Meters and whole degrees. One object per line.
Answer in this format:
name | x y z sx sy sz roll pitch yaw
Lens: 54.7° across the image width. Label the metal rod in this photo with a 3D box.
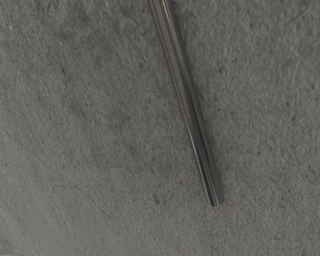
metal rod | 0.034 -0.031 0.368 0.025 0.025 0.298 -4 117 30
